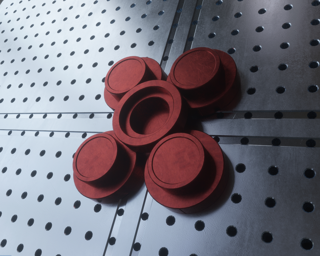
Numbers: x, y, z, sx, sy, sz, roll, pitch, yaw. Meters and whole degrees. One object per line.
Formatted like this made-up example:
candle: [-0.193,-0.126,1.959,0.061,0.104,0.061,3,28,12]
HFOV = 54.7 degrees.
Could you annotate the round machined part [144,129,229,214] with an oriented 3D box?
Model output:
round machined part: [0.025,0.044,0.355,0.098,0.042,0.098,-13,56,20]

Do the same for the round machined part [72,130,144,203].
round machined part: [-0.074,0.046,0.407,0.098,0.042,0.098,-13,56,20]

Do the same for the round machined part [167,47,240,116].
round machined part: [0.052,-0.068,0.410,0.098,0.042,0.098,-13,56,20]

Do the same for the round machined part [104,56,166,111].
round machined part: [-0.042,-0.067,0.458,0.098,0.042,0.098,-13,56,20]

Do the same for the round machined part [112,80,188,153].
round machined part: [-0.009,-0.012,0.406,0.098,0.042,0.098,-13,56,20]
